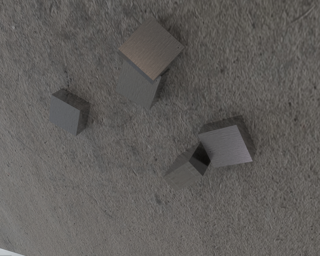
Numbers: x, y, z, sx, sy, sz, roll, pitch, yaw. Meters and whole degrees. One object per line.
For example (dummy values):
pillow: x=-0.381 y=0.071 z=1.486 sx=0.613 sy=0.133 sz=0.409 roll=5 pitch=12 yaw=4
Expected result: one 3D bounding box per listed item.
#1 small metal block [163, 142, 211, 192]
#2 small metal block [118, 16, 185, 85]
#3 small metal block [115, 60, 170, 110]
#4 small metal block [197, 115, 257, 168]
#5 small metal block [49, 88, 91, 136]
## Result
small metal block: x=0.038 y=0.049 z=0.401 sx=0.025 sy=0.050 sz=0.050 roll=47 pitch=129 yaw=-5
small metal block: x=-0.010 y=-0.085 z=0.342 sx=0.050 sy=0.025 sz=0.050 roll=42 pitch=85 yaw=-1
small metal block: x=-0.022 y=-0.059 z=0.382 sx=0.050 sy=0.025 sz=0.050 roll=29 pitch=128 yaw=9
small metal block: x=0.081 y=0.017 z=0.375 sx=0.050 sy=0.025 sz=0.050 roll=-16 pitch=110 yaw=34
small metal block: x=-0.136 y=-0.024 z=0.464 sx=0.050 sy=0.025 sz=0.050 roll=28 pitch=128 yaw=10
